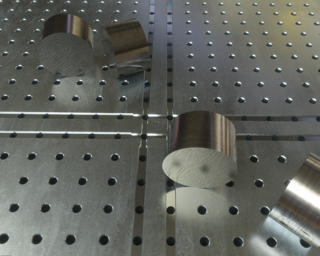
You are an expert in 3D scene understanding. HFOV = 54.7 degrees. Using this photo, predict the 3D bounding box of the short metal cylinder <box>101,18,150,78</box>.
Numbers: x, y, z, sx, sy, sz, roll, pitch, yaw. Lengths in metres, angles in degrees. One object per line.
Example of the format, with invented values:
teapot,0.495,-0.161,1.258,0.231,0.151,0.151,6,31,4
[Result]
short metal cylinder,-0.054,-0.122,0.474,0.050,0.080,0.080,-19,53,-15

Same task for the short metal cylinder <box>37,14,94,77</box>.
short metal cylinder,-0.143,-0.126,0.477,0.081,0.080,0.050,-6,50,-5

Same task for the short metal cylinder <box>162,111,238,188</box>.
short metal cylinder,0.046,0.026,0.350,0.080,0.080,0.050,6,50,5

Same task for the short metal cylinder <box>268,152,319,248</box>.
short metal cylinder,0.154,0.071,0.313,0.050,0.080,0.080,34,58,25
